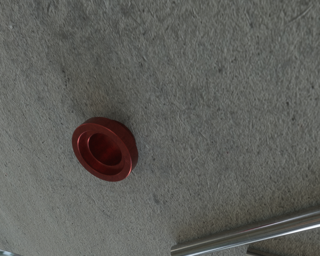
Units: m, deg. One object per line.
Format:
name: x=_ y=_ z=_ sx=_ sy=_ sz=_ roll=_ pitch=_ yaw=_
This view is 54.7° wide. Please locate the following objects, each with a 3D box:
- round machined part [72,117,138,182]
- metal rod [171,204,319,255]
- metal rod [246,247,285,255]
round machined part: x=-0.075 y=0.027 z=0.450 sx=0.098 sy=0.042 sz=0.097 roll=13 pitch=124 yaw=20
metal rod: x=0.127 y=0.146 z=0.429 sx=0.299 sy=0.025 sz=0.025 roll=-33 pitch=101 yaw=38
metal rod: x=0.264 y=0.201 z=0.392 sx=0.301 sy=0.025 sz=0.025 roll=5 pitch=121 yaw=25
